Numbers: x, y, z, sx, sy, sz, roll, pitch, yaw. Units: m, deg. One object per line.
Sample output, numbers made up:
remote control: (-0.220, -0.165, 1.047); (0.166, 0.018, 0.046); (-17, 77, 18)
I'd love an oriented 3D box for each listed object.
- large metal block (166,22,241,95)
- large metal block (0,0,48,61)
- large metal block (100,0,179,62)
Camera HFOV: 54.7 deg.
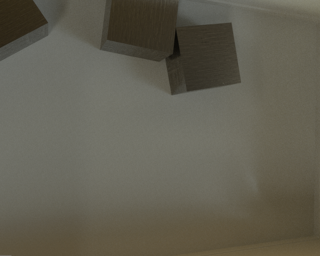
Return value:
large metal block: (0.055, -0.092, 0.417); (0.081, 0.050, 0.080); (-12, 94, -20)
large metal block: (-0.179, -0.122, 0.331); (0.080, 0.050, 0.080); (-36, 102, -16)
large metal block: (-0.026, -0.134, 0.387); (0.081, 0.050, 0.080); (7, 88, -20)
